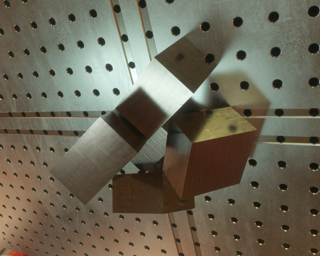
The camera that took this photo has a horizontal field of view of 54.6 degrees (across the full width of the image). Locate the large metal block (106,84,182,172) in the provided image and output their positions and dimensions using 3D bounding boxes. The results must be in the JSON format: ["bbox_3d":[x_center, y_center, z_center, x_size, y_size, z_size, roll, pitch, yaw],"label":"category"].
[{"bbox_3d":[-0.019,0.000,0.407,0.080,0.050,0.080,43,129,-2],"label":"large metal block"}]

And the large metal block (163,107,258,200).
[{"bbox_3d":[0.054,0.027,0.355,0.050,0.081,0.079,-127,35,-47],"label":"large metal block"}]

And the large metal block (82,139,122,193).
[{"bbox_3d":[-0.085,0.038,0.443,0.050,0.080,0.080,44,129,-2],"label":"large metal block"}]

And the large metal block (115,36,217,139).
[{"bbox_3d":[0.008,-0.046,0.344,0.050,0.080,0.080,43,129,-2],"label":"large metal block"}]

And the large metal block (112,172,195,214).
[{"bbox_3d":[-0.008,0.088,0.425,0.080,0.080,0.050,-9,78,32],"label":"large metal block"}]

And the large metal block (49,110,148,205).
[{"bbox_3d":[-0.061,0.026,0.343,0.050,0.080,0.080,44,104,-2],"label":"large metal block"}]
